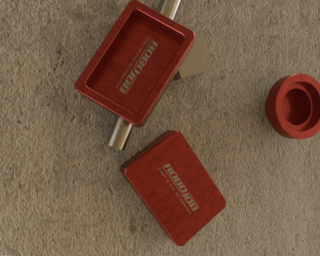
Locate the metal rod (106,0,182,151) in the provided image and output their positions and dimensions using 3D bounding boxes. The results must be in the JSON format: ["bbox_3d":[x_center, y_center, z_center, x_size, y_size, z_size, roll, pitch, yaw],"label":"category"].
[{"bbox_3d":[-0.005,-0.114,0.407,0.025,0.025,0.299,23,82,-19],"label":"metal rod"}]

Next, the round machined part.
[{"bbox_3d":[0.204,-0.032,0.477,0.099,0.042,0.097,0,90,-21],"label":"round machined part"}]

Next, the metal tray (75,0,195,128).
[{"bbox_3d":[-0.028,-0.077,0.374,0.090,0.030,0.130,31,84,5],"label":"metal tray"}]

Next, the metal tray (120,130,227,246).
[{"bbox_3d":[0.020,0.079,0.415,0.090,0.030,0.130,-37,102,-16],"label":"metal tray"}]

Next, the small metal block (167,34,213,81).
[{"bbox_3d":[0.039,-0.097,0.425,0.050,0.025,0.050,-19,97,-19],"label":"small metal block"}]
